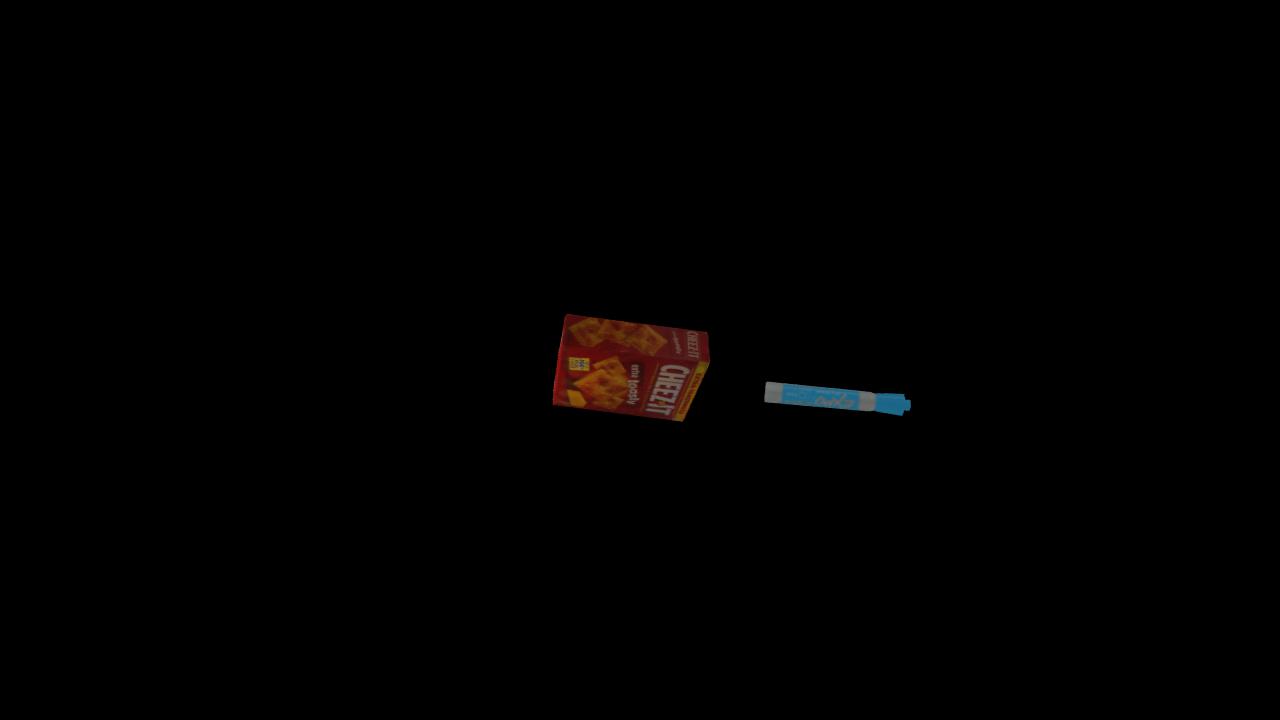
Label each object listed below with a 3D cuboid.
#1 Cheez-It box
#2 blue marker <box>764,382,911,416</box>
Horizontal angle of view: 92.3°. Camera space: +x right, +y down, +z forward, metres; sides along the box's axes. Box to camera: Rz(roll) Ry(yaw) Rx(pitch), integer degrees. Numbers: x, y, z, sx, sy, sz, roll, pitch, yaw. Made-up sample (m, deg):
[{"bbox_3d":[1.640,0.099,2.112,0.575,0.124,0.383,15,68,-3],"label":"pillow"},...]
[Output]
[{"bbox_3d":[-0.019,0.017,0.966,0.223,0.071,0.166,7,-38,-9],"label":"Cheez-It box"},{"bbox_3d":[0.170,0.034,0.535,0.121,0.020,0.020,5,1,14],"label":"blue marker"}]
